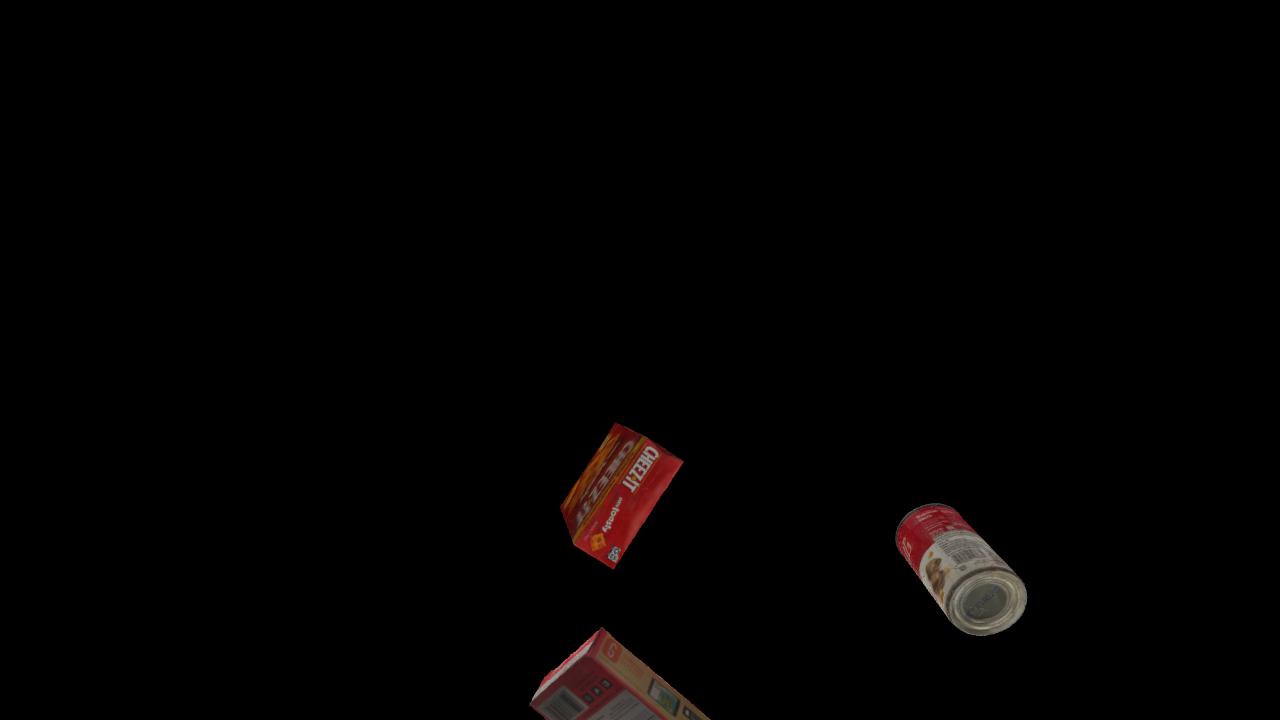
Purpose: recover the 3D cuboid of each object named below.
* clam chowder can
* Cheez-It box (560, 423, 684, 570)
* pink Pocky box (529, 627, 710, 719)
[{"bbox_3d":[0.282,0.183,0.547,0.068,0.068,0.102,0,17,-2],"label":"clam chowder can"},{"bbox_3d":[-0.036,0.183,0.880,0.071,0.166,0.223,35,-8,-10],"label":"Cheez-It box"},{"bbox_3d":[0.004,0.267,0.437,0.155,0.084,0.029,40,29,1],"label":"pink Pocky box"}]
